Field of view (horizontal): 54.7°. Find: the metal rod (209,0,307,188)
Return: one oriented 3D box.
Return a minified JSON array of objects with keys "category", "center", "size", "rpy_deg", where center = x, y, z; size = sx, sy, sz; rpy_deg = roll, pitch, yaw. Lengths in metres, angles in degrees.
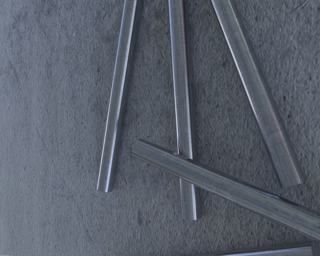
[{"category":"metal rod","center":[0.087,-0.085,0.333],"size":[0.025,0.025,0.299],"rpy_deg":[-27,73,37]}]

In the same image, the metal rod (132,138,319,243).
[{"category":"metal rod","center":[0.094,0.070,0.306],"size":[0.300,0.025,0.025],"rpy_deg":[21,103,31]}]

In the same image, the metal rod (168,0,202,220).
[{"category":"metal rod","center":[0.029,-0.041,0.380],"size":[0.025,0.025,0.298],"rpy_deg":[-6,86,40]}]

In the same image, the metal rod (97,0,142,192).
[{"category":"metal rod","center":[-0.059,-0.052,0.453],"size":[0.025,0.025,0.298],"rpy_deg":[16,100,39]}]

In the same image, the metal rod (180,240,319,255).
[{"category":"metal rod","center":[0.036,0.167,0.374],"size":[0.299,0.025,0.025],"rpy_deg":[-25,74,37]}]
